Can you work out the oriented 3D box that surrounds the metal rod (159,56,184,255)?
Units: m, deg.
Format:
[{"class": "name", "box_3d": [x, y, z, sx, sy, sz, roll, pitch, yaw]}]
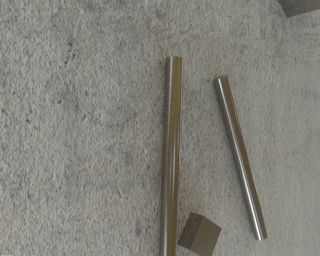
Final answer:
[{"class": "metal rod", "box_3d": [0.015, 0.054, 0.419, 0.025, 0.025, 0.298, 3, 88, -40]}]

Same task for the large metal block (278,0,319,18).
[{"class": "large metal block", "box_3d": [0.295, -0.278, 0.620, 0.050, 0.080, 0.080, 41, 65, -33]}]

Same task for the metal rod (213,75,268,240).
[{"class": "metal rod", "box_3d": [0.139, 0.058, 0.524, 0.025, 0.025, 0.298, -29, 108, -37]}]

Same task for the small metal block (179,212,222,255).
[{"class": "small metal block", "box_3d": [0.059, 0.160, 0.458, 0.050, 0.025, 0.050, 41, 65, -33]}]
